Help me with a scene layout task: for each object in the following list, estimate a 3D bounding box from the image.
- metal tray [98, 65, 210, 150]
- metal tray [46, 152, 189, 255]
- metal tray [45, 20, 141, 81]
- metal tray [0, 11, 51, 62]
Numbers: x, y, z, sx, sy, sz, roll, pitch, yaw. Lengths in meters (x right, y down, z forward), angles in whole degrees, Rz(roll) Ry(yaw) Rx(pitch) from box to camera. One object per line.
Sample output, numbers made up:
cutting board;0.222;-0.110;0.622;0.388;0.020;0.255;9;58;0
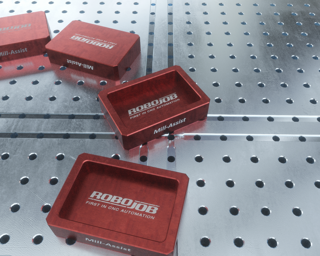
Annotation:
metal tray;-0.008;-0.033;0.432;0.131;0.030;0.090;-22;54;-18
metal tray;-0.041;0.082;0.335;0.130;0.030;0.090;11;51;9
metal tray;-0.109;-0.132;0.515;0.130;0.030;0.090;17;52;14
metal tray;-0.258;-0.157;0.535;0.131;0.030;0.090;-15;52;-12
